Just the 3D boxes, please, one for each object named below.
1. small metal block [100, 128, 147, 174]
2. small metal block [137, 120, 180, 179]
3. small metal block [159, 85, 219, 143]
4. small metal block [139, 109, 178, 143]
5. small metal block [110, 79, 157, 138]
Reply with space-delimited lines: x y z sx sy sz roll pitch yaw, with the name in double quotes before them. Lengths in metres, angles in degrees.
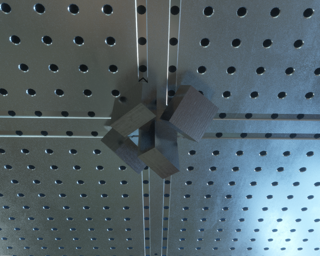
"small metal block" -0.046 0.030 0.416 0.025 0.050 0.050 -48 123 -10
"small metal block" -0.001 0.027 0.384 0.025 0.050 0.050 -30 125 22
"small metal block" 0.036 -0.018 0.379 0.050 0.025 0.050 35 82 -26
"small metal block" -0.003 0.002 0.413 0.050 0.025 0.050 -1 130 -1
"small metal block" -0.031 -0.024 0.374 0.050 0.050 0.025 -34 123 25
